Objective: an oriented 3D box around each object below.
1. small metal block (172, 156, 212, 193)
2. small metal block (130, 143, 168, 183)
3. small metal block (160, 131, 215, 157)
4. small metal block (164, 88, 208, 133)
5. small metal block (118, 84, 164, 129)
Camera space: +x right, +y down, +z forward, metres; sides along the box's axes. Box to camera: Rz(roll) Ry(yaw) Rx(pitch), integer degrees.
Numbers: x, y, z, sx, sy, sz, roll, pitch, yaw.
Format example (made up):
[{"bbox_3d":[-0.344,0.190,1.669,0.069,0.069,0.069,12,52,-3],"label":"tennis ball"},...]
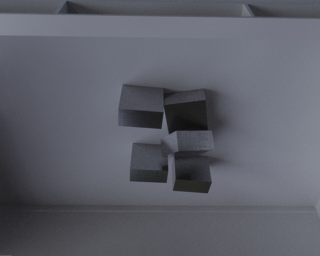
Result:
[{"bbox_3d":[0.045,0.065,0.448,0.050,0.050,0.025,5,130,-5],"label":"small metal block"},{"bbox_3d":[-0.015,0.048,0.434,0.050,0.050,0.025,3,130,-3],"label":"small metal block"},{"bbox_3d":[0.035,0.021,0.403,0.050,0.025,0.050,0,167,-23],"label":"small metal block"},{"bbox_3d":[0.033,-0.020,0.393,0.050,0.025,0.050,-7,130,5],"label":"small metal block"},{"bbox_3d":[-0.022,-0.026,0.370,0.050,0.050,0.025,4,130,-4],"label":"small metal block"}]
